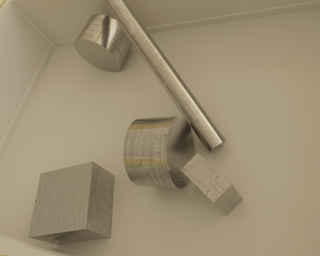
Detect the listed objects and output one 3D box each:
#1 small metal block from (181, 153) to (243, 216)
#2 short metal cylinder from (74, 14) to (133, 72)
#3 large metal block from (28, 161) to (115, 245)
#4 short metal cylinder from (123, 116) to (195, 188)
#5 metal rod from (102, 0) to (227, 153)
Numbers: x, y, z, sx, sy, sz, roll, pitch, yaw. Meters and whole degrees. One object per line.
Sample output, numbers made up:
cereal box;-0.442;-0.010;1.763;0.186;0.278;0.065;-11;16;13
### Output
small metal block;0.055;0.059;0.324;0.025;0.050;0.050;-45;51;-3
short metal cylinder;-0.089;-0.135;0.498;0.080;0.080;0.050;11;68;32
large metal block;-0.106;0.095;0.385;0.080;0.050;0.080;-14;56;20
short metal cylinder;0.002;0.027;0.352;0.050;0.080;0.080;-3;61;26
metal rod;-0.013;-0.099;0.398;0.025;0.025;0.299;-35;75;5
